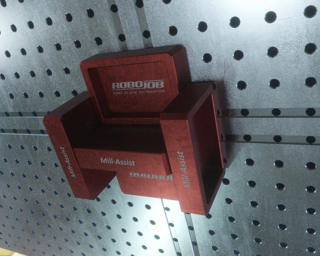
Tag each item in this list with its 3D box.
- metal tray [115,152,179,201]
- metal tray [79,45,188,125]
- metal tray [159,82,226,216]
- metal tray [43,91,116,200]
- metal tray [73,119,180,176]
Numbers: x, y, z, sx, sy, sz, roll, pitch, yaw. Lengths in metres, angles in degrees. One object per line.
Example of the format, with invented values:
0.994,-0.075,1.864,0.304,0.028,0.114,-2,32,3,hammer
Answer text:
-0.004,0.057,0.442,0.130,0.030,0.089,1,119,27,metal tray
-0.030,-0.050,0.391,0.130,0.030,0.089,1,119,27,metal tray
0.043,0.023,0.359,0.030,0.090,0.129,1,119,28,metal tray
-0.100,0.023,0.433,0.030,0.090,0.129,1,119,28,metal tray
-0.031,0.017,0.392,0.130,0.090,0.030,1,119,27,metal tray
